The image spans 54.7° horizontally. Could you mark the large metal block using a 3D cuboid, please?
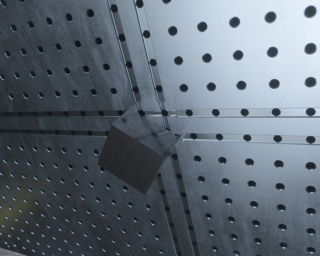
[{"bbox_3d":[-0.031,0.032,0.430,0.080,0.050,0.079,32,128,7],"label":"large metal block"}]
